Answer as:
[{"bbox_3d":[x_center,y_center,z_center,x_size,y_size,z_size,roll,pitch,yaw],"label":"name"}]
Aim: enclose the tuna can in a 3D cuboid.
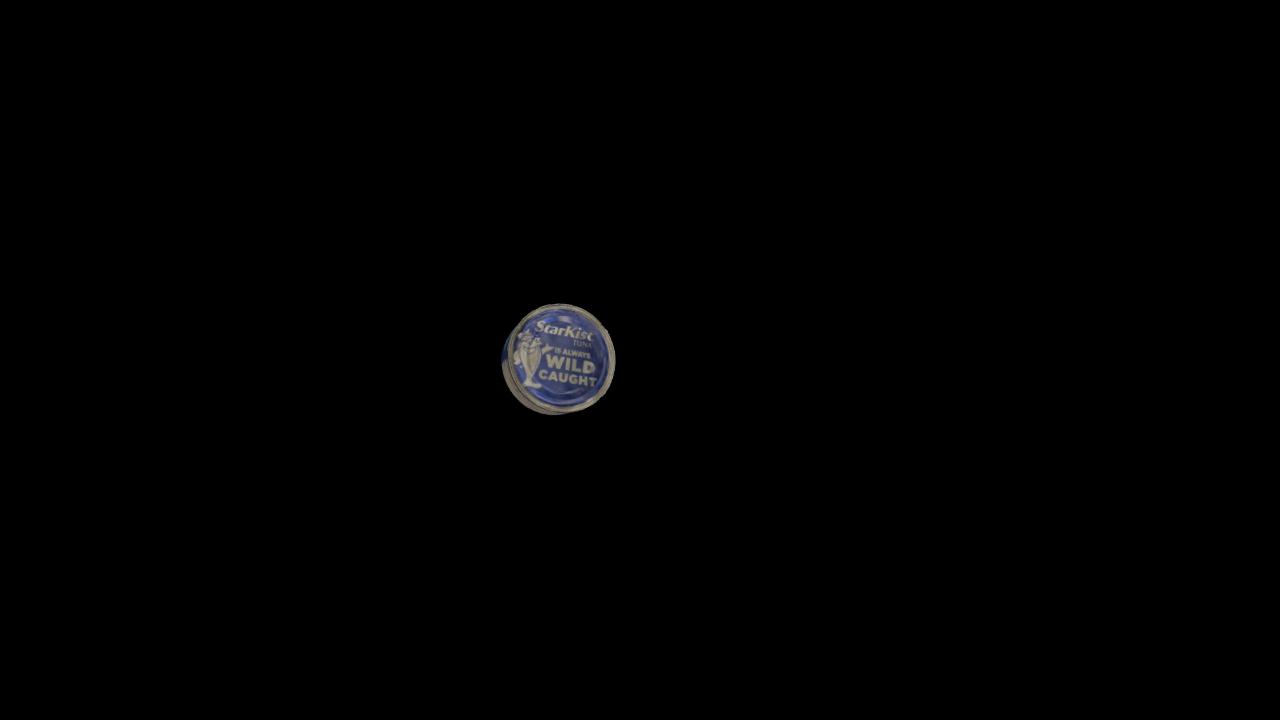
[{"bbox_3d":[-0.063,0.000,0.477,0.084,0.084,0.034,0,-9,-23],"label":"tuna can"}]
